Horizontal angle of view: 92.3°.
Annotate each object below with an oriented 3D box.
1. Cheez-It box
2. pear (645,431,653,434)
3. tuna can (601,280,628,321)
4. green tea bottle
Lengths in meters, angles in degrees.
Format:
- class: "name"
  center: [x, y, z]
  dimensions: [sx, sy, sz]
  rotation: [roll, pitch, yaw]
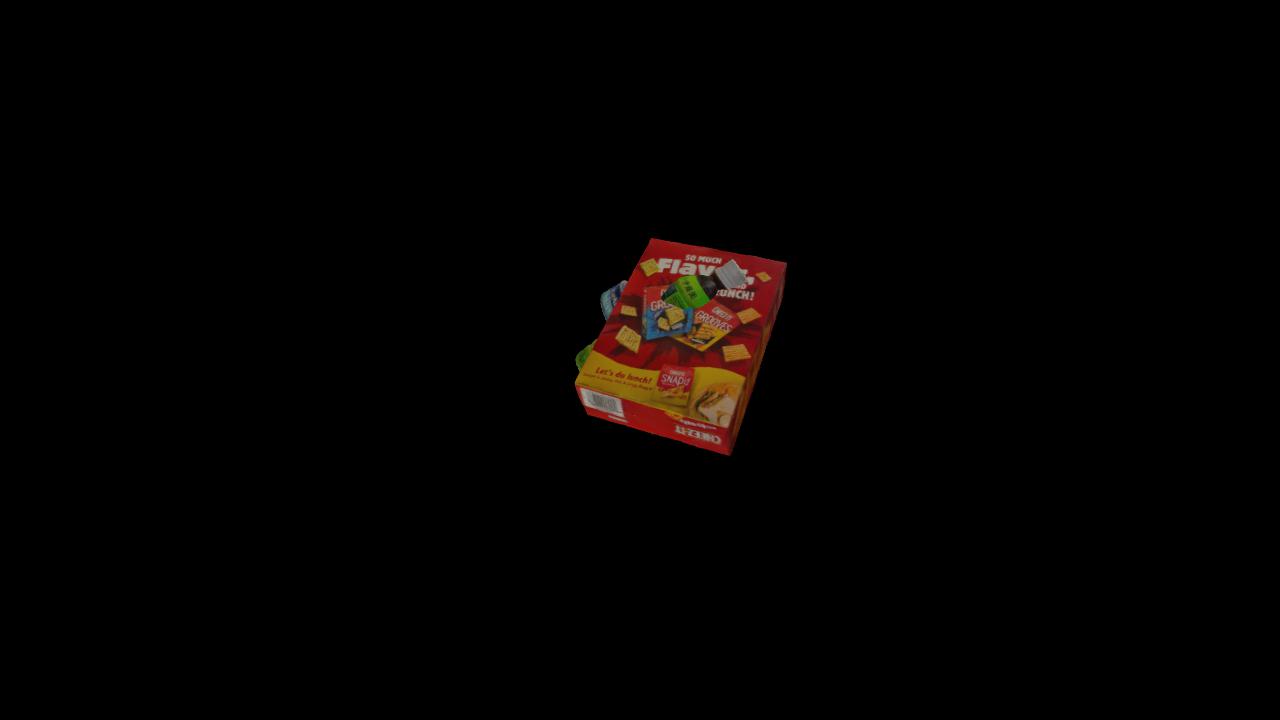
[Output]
- class: "Cheez-It box"
  center: [0.051, -0.025, 0.671]
  dimensions: [0.166, 0.223, 0.071]
  rotation: [14, -31, 17]
- class: "pear"
  center: [0.041, 0.057, 0.749]
  dimensions: [0.111, 0.080, 0.080]
  rotation: [18, 6, 20]
- class: "tuna can"
  center: [-0.013, -0.054, 0.754]
  dimensions: [0.034, 0.084, 0.084]
  rotation: [-28, -9, 18]
- class: "green tea bottle"
  center: [0.026, -0.037, 0.690]
  dimensions: [0.212, 0.073, 0.073]
  rotation: [-36, -11, 16]
